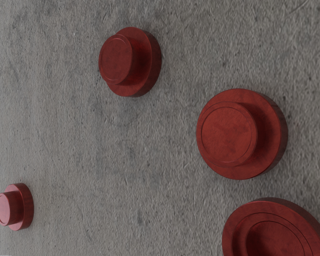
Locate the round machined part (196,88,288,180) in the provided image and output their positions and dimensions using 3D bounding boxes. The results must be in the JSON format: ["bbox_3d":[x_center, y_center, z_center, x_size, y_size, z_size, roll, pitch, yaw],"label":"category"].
[{"bbox_3d":[0.079,0.006,0.329,0.098,0.042,0.097,0,90,40],"label":"round machined part"}]

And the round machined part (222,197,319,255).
[{"bbox_3d":[0.114,0.116,0.300,0.098,0.042,0.097,0,90,40],"label":"round machined part"}]

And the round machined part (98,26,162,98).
[{"bbox_3d":[-0.049,-0.093,0.434,0.098,0.042,0.097,0,90,40],"label":"round machined part"}]

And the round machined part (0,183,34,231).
[{"bbox_3d":[-0.309,0.167,0.650,0.098,0.042,0.097,0,90,40],"label":"round machined part"}]
